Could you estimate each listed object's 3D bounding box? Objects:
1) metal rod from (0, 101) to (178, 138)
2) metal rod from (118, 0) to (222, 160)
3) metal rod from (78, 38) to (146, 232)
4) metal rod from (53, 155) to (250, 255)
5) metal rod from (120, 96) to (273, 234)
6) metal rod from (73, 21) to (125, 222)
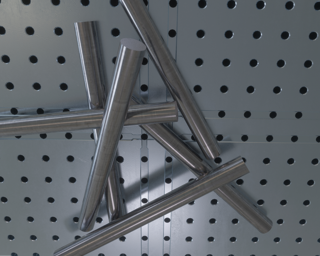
[{"bbox_3d":[-0.128,-0.007,0.388,0.301,0.025,0.025,-5,110,10],"label":"metal rod"},{"bbox_3d":[0.002,-0.087,0.381,0.025,0.025,0.299,-27,108,9],"label":"metal rod"},{"bbox_3d":[-0.068,0.034,0.380,0.025,0.025,0.298,17,126,-6],"label":"metal rod"},{"bbox_3d":[-0.018,0.119,0.429,0.300,0.025,0.025,-29,108,10],"label":"metal rod"},{"bbox_3d":[0.051,0.052,0.432,0.300,0.025,0.025,42,105,-14],"label":"metal rod"},{"bbox_3d":[-0.076,0.014,0.417,0.025,0.025,0.298,-5,110,2],"label":"metal rod"}]
